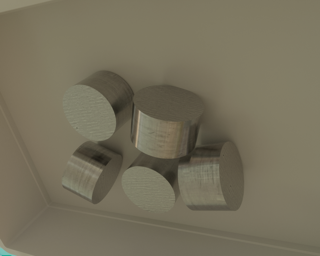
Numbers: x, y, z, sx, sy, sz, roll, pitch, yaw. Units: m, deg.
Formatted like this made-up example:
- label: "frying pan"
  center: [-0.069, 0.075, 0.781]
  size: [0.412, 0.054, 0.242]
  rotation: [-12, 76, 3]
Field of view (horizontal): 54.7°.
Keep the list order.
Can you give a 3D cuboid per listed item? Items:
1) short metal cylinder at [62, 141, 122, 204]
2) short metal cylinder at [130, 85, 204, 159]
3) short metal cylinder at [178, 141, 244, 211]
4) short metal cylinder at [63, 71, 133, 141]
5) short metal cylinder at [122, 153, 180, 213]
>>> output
- label: "short metal cylinder"
  center: [-0.099, 0.066, 0.461]
  size: [0.050, 0.080, 0.079]
  rotation: [24, 127, 13]
- label: "short metal cylinder"
  center: [0.007, -0.009, 0.362]
  size: [0.080, 0.080, 0.050]
  rotation: [20, 126, 16]
- label: "short metal cylinder"
  center: [0.063, 0.059, 0.373]
  size: [0.050, 0.080, 0.080]
  rotation: [-9, 114, 32]
- label: "short metal cylinder"
  center: [-0.080, -0.030, 0.412]
  size: [0.080, 0.050, 0.079]
  rotation: [13, 124, 20]
- label: "short metal cylinder"
  center: [-0.006, 0.073, 0.437]
  size: [0.080, 0.050, 0.079]
  rotation: [13, 124, 20]
